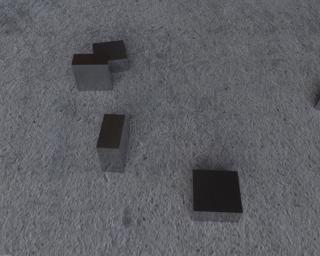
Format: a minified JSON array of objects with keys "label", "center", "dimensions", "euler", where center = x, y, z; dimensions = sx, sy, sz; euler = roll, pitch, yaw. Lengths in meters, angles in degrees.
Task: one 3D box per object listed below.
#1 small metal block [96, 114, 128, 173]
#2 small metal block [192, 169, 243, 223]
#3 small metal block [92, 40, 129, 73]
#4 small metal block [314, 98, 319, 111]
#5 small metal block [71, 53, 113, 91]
[{"label":"small metal block","center":[-0.055,0.019,0.371],"dimensions":[0.025,0.050,0.050],"euler":[3,50,2]},{"label":"small metal block","center":[0.061,0.074,0.341],"dimensions":[0.050,0.025,0.050],"euler":[2,50,2]},{"label":"small metal block","center":[-0.080,-0.114,0.498],"dimensions":[0.050,0.025,0.050],"euler":[-9,51,-8]},{"label":"small metal block","center":[0.257,-0.040,0.438],"dimensions":[0.050,0.025,0.050],"euler":[30,56,23]},{"label":"small metal block","center":[-0.098,-0.081,0.454],"dimensions":[0.050,0.050,0.025],"euler":[-1,50,-1]}]
